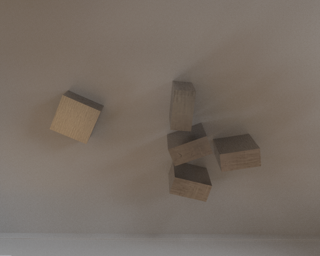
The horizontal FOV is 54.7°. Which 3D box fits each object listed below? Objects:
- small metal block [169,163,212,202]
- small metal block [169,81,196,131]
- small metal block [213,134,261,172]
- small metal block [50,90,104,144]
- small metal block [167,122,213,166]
[{"bbox_3d":[0.040,0.071,0.425,0.050,0.050,0.025,14,110,-6],"label":"small metal block"},{"bbox_3d":[0.027,-0.029,0.388,0.025,0.050,0.050,4,110,-2],"label":"small metal block"},{"bbox_3d":[0.101,0.032,0.411,0.050,0.050,0.025,-9,110,3],"label":"small metal block"},{"bbox_3d":[-0.108,-0.014,0.405,0.050,0.025,0.050,24,108,-9],"label":"small metal block"},{"bbox_3d":[0.038,0.020,0.406,0.050,0.050,0.025,-20,109,6],"label":"small metal block"}]
